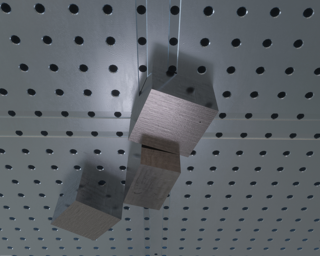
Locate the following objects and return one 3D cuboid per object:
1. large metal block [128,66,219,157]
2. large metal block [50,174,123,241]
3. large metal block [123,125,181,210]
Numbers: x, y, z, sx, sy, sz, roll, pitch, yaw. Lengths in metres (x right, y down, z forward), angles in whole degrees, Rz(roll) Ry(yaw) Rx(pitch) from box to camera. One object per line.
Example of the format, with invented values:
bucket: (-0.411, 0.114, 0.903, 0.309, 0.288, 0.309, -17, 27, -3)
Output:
large metal block: (0.014, -0.018, 0.380, 0.080, 0.050, 0.080, 17, 128, -14)
large metal block: (-0.117, 0.132, 0.506, 0.080, 0.050, 0.080, 32, 123, -24)
large metal block: (-0.012, 0.050, 0.418, 0.050, 0.080, 0.079, 15, 129, -12)
